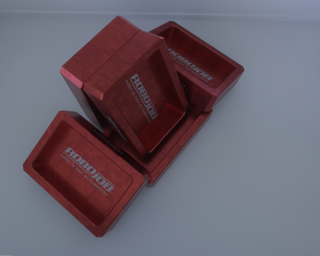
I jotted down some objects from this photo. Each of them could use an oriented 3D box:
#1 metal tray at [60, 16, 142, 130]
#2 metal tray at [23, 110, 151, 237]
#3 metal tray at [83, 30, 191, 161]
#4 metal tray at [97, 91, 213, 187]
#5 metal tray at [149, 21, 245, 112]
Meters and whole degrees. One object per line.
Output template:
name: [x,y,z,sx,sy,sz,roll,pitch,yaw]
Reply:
metal tray: [-0.059,-0.059,0.372,0.030,0.130,0.090,38,75,13]
metal tray: [-0.088,0.051,0.367,0.130,0.030,0.090,38,98,12]
metal tray: [-0.017,-0.031,0.350,0.030,0.130,0.090,31,71,35]
metal tray: [-0.005,0.000,0.405,0.090,0.030,0.130,37,74,12]
metal tray: [0.038,-0.088,0.420,0.130,0.030,0.090,37,49,12]
